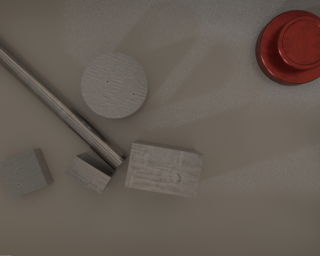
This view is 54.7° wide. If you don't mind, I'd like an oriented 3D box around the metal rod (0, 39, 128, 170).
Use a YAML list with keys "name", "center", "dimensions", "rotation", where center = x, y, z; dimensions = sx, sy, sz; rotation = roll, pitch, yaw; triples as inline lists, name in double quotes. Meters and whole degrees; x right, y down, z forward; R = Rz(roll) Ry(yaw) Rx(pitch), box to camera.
- name: "metal rod"
  center: [-0.161, -0.055, 0.409]
  dimensions: [0.300, 0.025, 0.025]
  rotation: [43, 90, -1]

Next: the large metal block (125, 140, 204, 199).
- name: "large metal block"
  center: [0.005, 0.047, 0.384]
  dimensions: [0.080, 0.080, 0.050]
  rotation: [10, 90, -1]

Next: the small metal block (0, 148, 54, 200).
- name: "small metal block"
  center: [-0.177, 0.059, 0.409]
  dimensions: [0.050, 0.025, 0.050]
  rotation: [-22, 90, -1]

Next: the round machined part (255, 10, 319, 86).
- name: "round machined part"
  center: [0.180, -0.106, 0.405]
  dimensions: [0.099, 0.042, 0.097]
  rotation: [0, 90, -1]

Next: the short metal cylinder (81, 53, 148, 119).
- name: "short metal cylinder"
  center: [-0.055, -0.051, 0.398]
  dimensions: [0.081, 0.050, 0.079]
  rotation: [0, 90, -1]

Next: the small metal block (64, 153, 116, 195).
- name: "small metal block"
  center: [-0.087, 0.057, 0.398]
  dimensions: [0.050, 0.050, 0.025]
  rotation: [32, 90, -1]
